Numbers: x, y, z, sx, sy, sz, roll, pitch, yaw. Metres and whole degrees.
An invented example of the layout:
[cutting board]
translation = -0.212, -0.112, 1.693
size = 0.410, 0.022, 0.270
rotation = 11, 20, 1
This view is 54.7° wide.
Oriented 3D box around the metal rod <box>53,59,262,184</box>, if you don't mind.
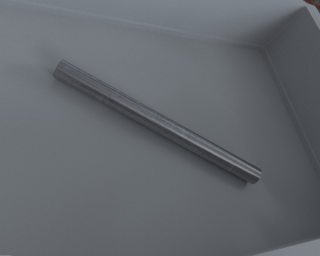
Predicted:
[metal rod]
translation = 0.005, -0.003, 0.409
size = 0.301, 0.025, 0.025
rotation = 29, 52, -11
